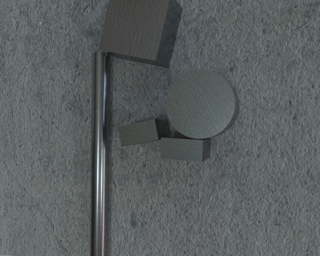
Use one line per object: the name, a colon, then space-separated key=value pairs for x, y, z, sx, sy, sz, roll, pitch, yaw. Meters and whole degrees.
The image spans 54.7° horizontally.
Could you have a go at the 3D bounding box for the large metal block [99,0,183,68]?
large metal block: x=-0.024 y=-0.129 z=0.403 sx=0.080 sy=0.050 sz=0.079 roll=15 pitch=95 yaw=19

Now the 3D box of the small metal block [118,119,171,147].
small metal block: x=-0.019 y=0.006 z=0.401 sx=0.050 sy=0.050 sz=0.025 roll=-12 pitch=86 yaw=19

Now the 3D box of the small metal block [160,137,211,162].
small metal block: x=0.033 y=0.025 z=0.383 sx=0.050 sy=0.050 sz=0.025 roll=3 pitch=91 yaw=19

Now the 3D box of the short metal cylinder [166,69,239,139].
short metal cylinder: x=0.053 y=-0.027 z=0.377 sx=0.080 sy=0.050 sz=0.079 roll=0 pitch=90 yaw=19

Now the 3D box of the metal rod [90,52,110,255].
metal rod: x=-0.084 y=0.045 z=0.437 sx=0.025 sy=0.025 sz=0.298 roll=1 pitch=90 yaw=19
